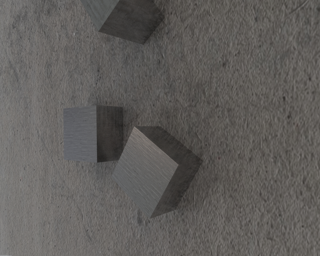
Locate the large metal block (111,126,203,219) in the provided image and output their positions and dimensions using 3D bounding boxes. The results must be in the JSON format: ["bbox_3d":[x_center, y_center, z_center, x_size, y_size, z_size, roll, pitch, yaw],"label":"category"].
[{"bbox_3d":[-0.006,0.053,0.394,0.080,0.050,0.079,39,114,33],"label":"large metal block"}]

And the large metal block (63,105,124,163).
[{"bbox_3d":[-0.102,0.009,0.473,0.080,0.050,0.080,-1,89,40],"label":"large metal block"}]

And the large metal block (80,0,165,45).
[{"bbox_3d":[-0.053,-0.165,0.413,0.050,0.081,0.080,-45,63,31],"label":"large metal block"}]
